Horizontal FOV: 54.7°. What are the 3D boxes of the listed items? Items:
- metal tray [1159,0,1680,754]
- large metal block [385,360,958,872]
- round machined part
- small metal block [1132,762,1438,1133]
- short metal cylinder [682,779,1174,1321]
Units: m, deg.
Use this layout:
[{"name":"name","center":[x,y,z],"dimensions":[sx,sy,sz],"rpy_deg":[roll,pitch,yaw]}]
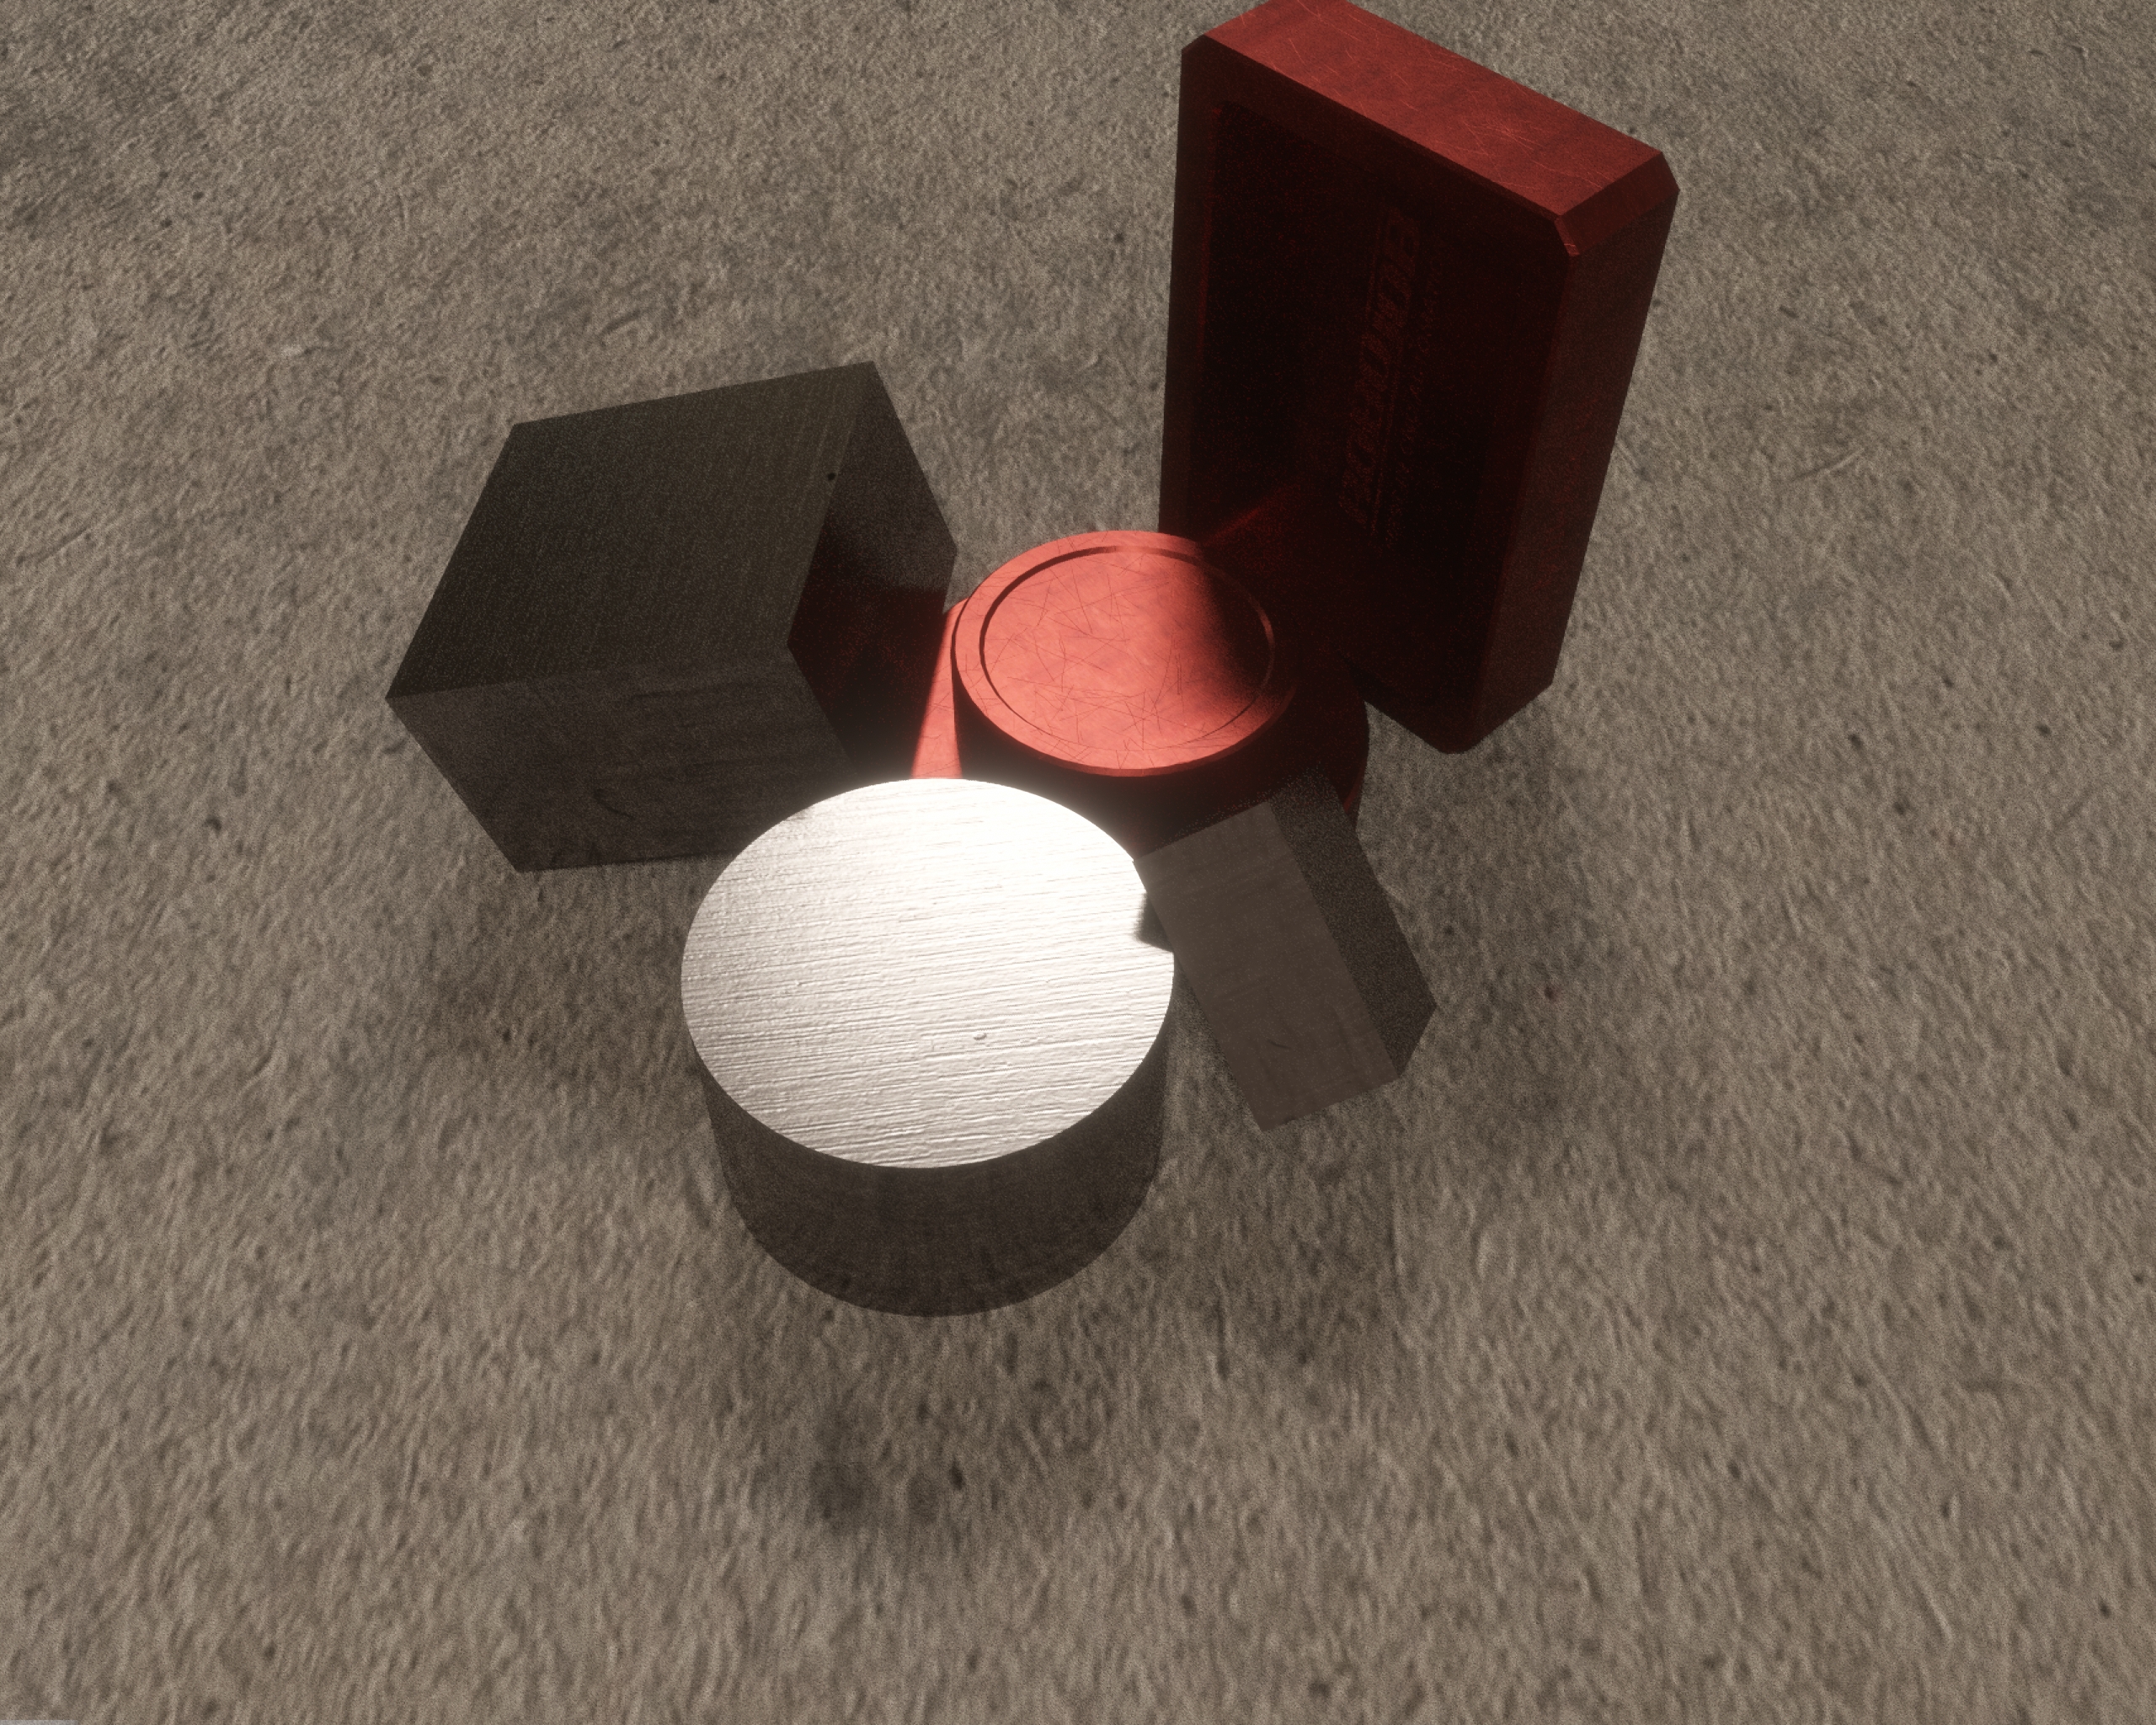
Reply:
[{"name":"metal tray","center":[0.060,-0.094,0.414],"dimensions":[0.030,0.129,0.090],"rpy_deg":[-37,60,-27]},{"name":"large metal block","center":[-0.076,-0.048,0.412],"dimensions":[0.080,0.050,0.080],"rpy_deg":[-6,48,17]},{"name":"round machined part","center":[0.009,-0.029,0.420],"dimensions":[0.099,0.042,0.098],"rpy_deg":[0,50,0]},{"name":"small metal block","center":[0.038,0.013,0.364],"dimensions":[0.025,0.050,0.050],"rpy_deg":[-25,92,19]},{"name":"short metal cylinder","center":[-0.025,0.032,0.362],"dimensions":[0.081,0.050,0.080],"rpy_deg":[0,50,0]}]
